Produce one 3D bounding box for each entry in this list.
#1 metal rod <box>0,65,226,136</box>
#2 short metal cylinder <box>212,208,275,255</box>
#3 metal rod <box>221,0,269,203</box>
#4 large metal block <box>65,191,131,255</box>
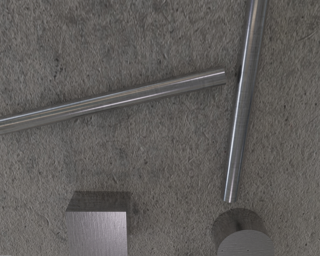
[{"bbox_3d":[-0.068,-0.034,0.396,0.302,0.025,0.025,-12,110,4],"label":"metal rod"},{"bbox_3d":[0.121,0.167,0.459,0.081,0.050,0.079,0,110,0],"label":"short metal cylinder"},{"bbox_3d":[0.107,-0.039,0.396,0.025,0.025,0.298,3,110,-1],"label":"metal rod"},{"bbox_3d":[-0.086,0.139,0.447,0.081,0.050,0.079,0,110,-1],"label":"large metal block"}]
